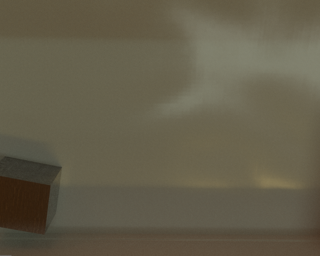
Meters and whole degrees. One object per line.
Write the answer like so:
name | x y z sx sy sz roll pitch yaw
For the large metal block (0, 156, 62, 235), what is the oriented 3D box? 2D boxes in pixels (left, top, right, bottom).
large metal block | -0.188 0.093 0.431 0.081 0.050 0.079 12 110 -5
